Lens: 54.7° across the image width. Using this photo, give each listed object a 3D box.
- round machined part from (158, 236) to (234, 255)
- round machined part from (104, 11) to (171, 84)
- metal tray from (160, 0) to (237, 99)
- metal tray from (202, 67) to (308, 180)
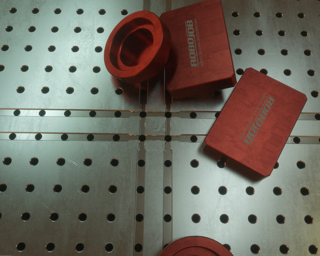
[{"bbox_3d":[0.039,0.170,0.341,0.099,0.042,0.098,0,70,-1],"label":"round machined part"},{"bbox_3d":[-0.026,-0.106,0.426,0.098,0.042,0.098,-11,69,31],"label":"round machined part"},{"bbox_3d":[0.051,-0.112,0.435,0.090,0.030,0.130,-11,68,16],"label":"metal tray"},{"bbox_3d":[0.126,-0.007,0.413,0.090,0.030,0.130,30,72,10],"label":"metal tray"}]
